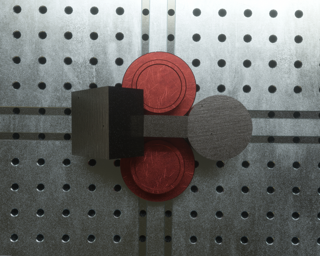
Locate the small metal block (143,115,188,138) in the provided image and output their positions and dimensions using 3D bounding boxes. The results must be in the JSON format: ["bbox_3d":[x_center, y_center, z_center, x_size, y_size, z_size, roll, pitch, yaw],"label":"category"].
[{"bbox_3d":[0.007,-0.002,0.379,0.050,0.050,0.025,1,90,0],"label":"small metal block"}]

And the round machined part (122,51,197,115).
[{"bbox_3d":[-0.001,-0.052,0.405,0.099,0.042,0.097,0,90,0],"label":"round machined part"}]

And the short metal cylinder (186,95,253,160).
[{"bbox_3d":[0.072,-0.001,0.400,0.081,0.050,0.080,0,90,0],"label":"short metal cylinder"}]

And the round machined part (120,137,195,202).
[{"bbox_3d":[-0.003,0.048,0.405,0.099,0.042,0.097,0,90,0],"label":"round machined part"}]

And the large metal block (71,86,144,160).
[{"bbox_3d":[-0.065,-0.006,0.380,0.050,0.080,0.080,-1,90,-45],"label":"large metal block"}]
